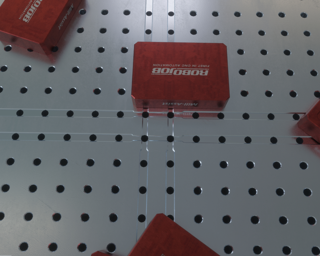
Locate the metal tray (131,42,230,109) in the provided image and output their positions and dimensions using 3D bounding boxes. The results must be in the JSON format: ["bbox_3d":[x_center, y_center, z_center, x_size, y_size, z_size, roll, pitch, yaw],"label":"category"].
[{"bbox_3d":[0.028,-0.075,0.437,0.131,0.030,0.090,1,70,0],"label":"metal tray"}]

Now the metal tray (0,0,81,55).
[{"bbox_3d":[-0.185,-0.184,0.475,0.090,0.030,0.130,19,71,7],"label":"metal tray"}]

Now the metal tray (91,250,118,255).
[{"bbox_3d":[-0.027,0.199,0.336,0.130,0.030,0.090,18,71,6],"label":"metal tray"}]

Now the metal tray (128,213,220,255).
[{"bbox_3d":[0.025,0.165,0.327,0.130,0.030,0.090,35,53,6],"label":"metal tray"}]

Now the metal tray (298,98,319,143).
[{"bbox_3d":[0.265,0.002,0.409,0.130,0.030,0.090,42,75,14],"label":"metal tray"}]
